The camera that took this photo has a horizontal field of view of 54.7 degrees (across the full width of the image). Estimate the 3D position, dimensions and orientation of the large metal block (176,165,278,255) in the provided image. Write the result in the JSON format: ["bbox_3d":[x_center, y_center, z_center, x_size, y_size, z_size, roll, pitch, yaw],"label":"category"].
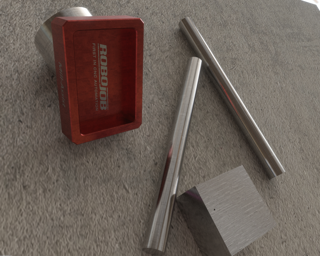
[{"bbox_3d":[0.078,0.100,0.370,0.081,0.050,0.080,-16,70,-35],"label":"large metal block"}]

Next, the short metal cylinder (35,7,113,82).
[{"bbox_3d":[-0.101,-0.097,0.375,0.081,0.080,0.050,-29,78,-38],"label":"short metal cylinder"}]

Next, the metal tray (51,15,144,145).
[{"bbox_3d":[-0.064,-0.054,0.342,0.091,0.129,0.030,-16,31,-35],"label":"metal tray"}]

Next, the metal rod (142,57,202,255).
[{"bbox_3d":[0.025,0.012,0.411,0.025,0.025,0.300,25,53,-13],"label":"metal rod"}]

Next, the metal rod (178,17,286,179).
[{"bbox_3d":[0.109,-0.058,0.499,0.025,0.025,0.299,-15,70,-35],"label":"metal rod"}]
